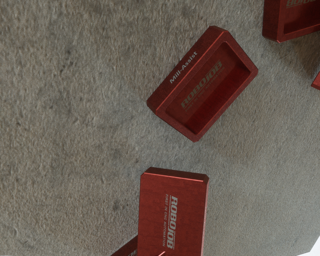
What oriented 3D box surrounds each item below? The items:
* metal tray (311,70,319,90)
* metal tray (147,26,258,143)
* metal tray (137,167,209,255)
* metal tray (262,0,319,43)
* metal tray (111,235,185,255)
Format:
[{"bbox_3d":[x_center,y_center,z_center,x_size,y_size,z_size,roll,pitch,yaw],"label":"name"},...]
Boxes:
[{"bbox_3d":[0.272,-0.114,0.454,0.090,0.030,0.129,-17,135,-62],"label":"metal tray"},{"bbox_3d":[0.057,-0.053,0.403,0.130,0.030,0.090,-49,129,6],"label":"metal tray"},{"bbox_3d":[0.018,0.125,0.434,0.090,0.030,0.129,6,100,14],"label":"metal tray"},{"bbox_3d":[0.199,-0.173,0.407,0.131,0.030,0.089,-20,126,-17],"label":"metal tray"},{"bbox_3d":[-0.020,0.196,0.473,0.130,0.090,0.030,-37,104,-4],"label":"metal tray"}]
